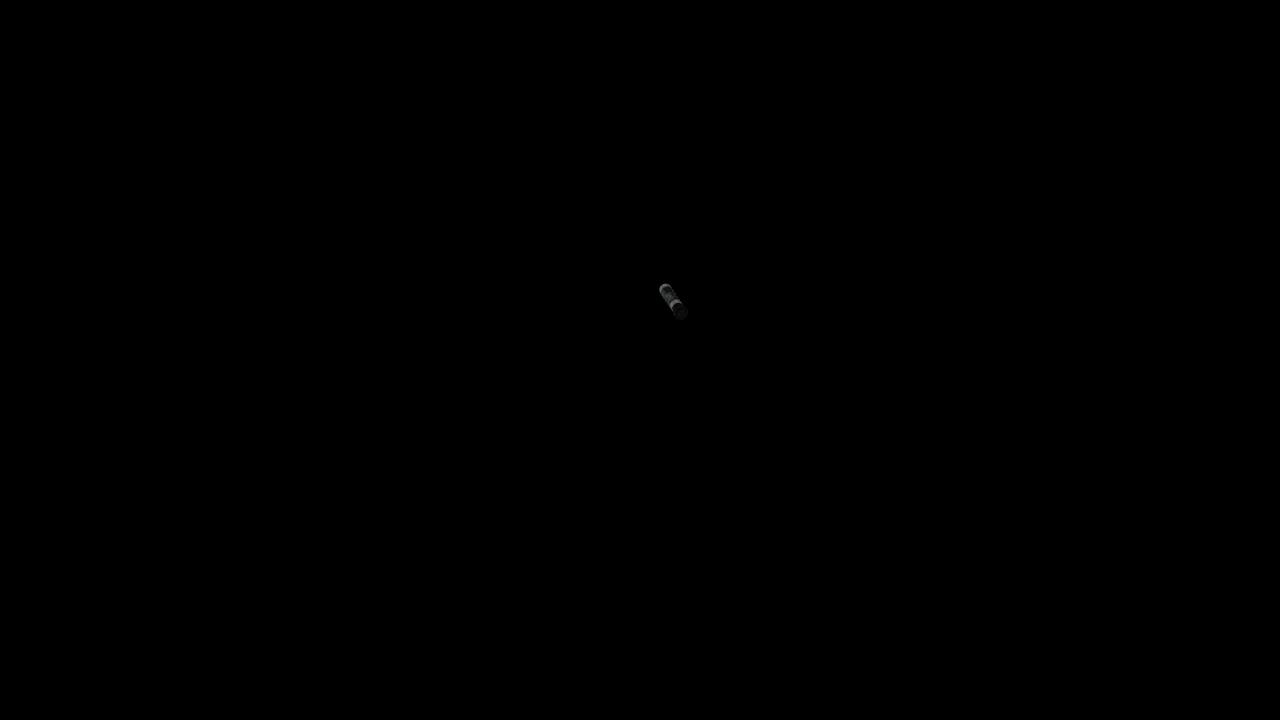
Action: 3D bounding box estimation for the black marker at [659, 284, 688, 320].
[{"bbox_3d":[0.047,-0.083,0.868,0.020,0.020,0.121,0,22,-9],"label":"black marker"}]
